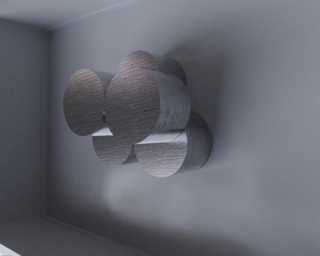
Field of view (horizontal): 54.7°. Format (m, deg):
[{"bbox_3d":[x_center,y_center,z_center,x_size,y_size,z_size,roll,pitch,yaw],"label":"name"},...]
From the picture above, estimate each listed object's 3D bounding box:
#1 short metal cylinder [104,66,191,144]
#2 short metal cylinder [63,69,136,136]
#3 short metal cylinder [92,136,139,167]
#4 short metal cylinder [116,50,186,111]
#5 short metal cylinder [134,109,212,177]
[{"bbox_3d":[-0.014,-0.023,0.334,0.080,0.050,0.080,0,90,40],"label":"short metal cylinder"},{"bbox_3d":[-0.076,-0.030,0.386,0.080,0.050,0.080,0,90,40],"label":"short metal cylinder"},{"bbox_3d":[-0.048,0.011,0.428,0.080,0.050,0.080,0,90,40],"label":"short metal cylinder"},{"bbox_3d":[-0.013,-0.055,0.400,0.080,0.050,0.080,0,90,40],"label":"short metal cylinder"},{"bbox_3d":[0.015,0.017,0.376,0.080,0.050,0.080,0,90,40],"label":"short metal cylinder"}]
